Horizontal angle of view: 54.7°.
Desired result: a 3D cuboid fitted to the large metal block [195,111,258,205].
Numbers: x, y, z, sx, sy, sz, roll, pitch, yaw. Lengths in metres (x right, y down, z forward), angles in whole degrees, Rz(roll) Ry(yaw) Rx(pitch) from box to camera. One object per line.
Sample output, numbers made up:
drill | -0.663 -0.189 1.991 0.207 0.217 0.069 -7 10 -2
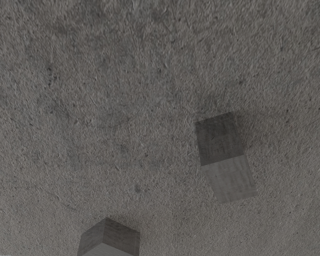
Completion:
large metal block | 0.086 0.039 0.405 0.050 0.080 0.080 -18 128 14

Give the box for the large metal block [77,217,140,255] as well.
large metal block | -0.095 0.220 0.577 0.080 0.050 0.080 35 122 -26
